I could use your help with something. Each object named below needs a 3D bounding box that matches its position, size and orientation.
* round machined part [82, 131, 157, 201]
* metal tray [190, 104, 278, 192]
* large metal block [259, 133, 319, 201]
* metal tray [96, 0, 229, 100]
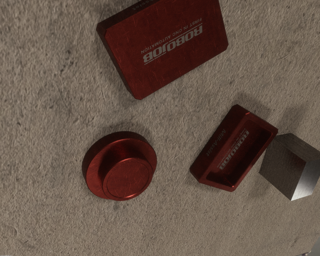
[{"bbox_3d":[-0.048,0.056,0.406,0.099,0.042,0.097,-14,125,-21],"label":"round machined part"},{"bbox_3d":[0.118,0.036,0.492,0.090,0.030,0.129,23,106,-37],"label":"metal tray"},{"bbox_3d":[0.229,0.065,0.540,0.050,0.080,0.079,-8,122,-25],"label":"large metal block"},{"bbox_3d":[0.008,-0.101,0.347,0.131,0.030,0.090,-32,129,-8],"label":"metal tray"}]
